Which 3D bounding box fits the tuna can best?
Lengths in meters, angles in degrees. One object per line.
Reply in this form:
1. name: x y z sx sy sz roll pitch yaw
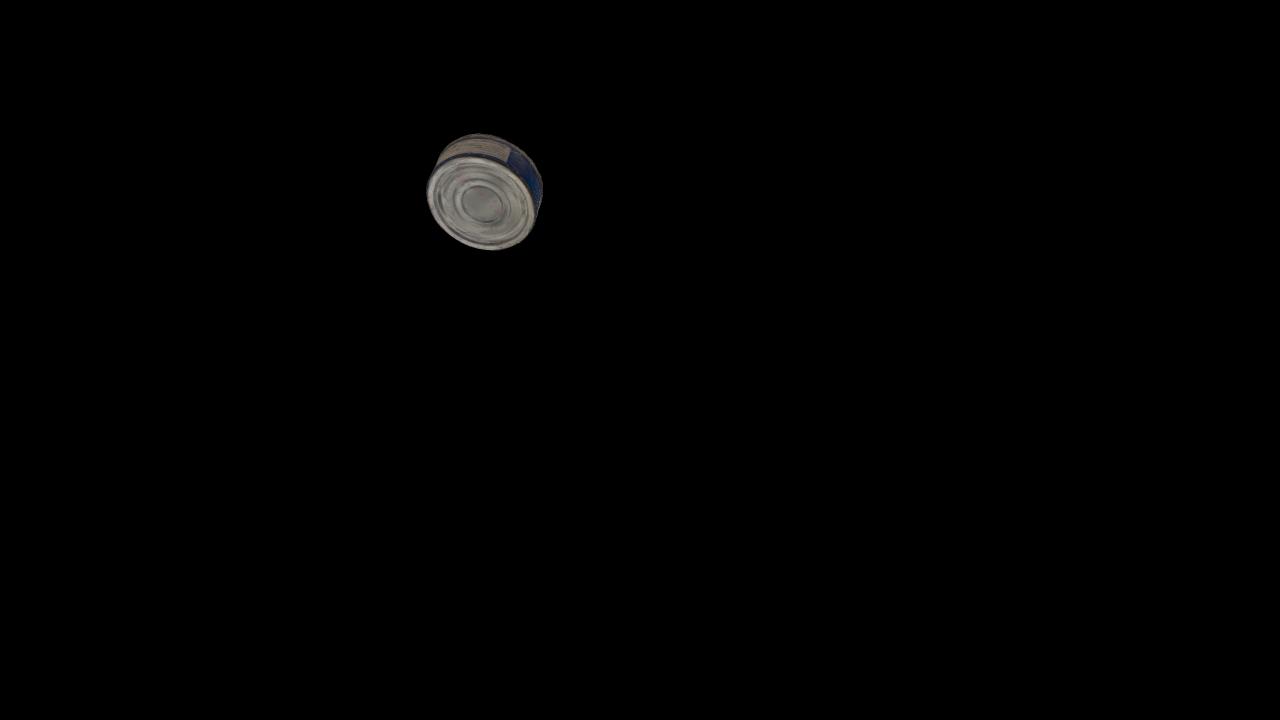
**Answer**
1. tuna can: -0.118 -0.126 0.472 0.084 0.034 0.084 1 -44 1
